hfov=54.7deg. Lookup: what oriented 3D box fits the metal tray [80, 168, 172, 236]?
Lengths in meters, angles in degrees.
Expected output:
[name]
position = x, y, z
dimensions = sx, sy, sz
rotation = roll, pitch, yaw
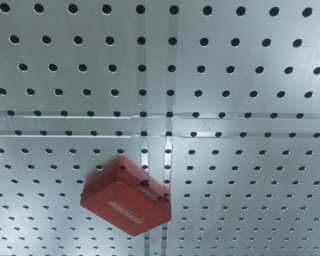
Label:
[metal tray]
position = -0.054, 0.128, 0.517
dimensions = 0.090, 0.030, 0.130
rotation = -32, 124, 24
